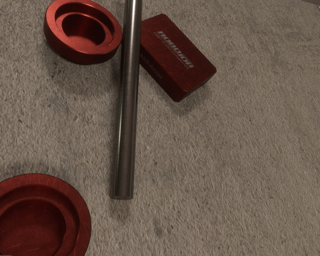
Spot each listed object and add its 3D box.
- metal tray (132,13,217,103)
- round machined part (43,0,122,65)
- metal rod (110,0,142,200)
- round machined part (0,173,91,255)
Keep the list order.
[{"bbox_3d":[0.015,-0.111,0.479,0.130,0.030,0.091,48,51,5],"label":"metal tray"},{"bbox_3d":[-0.104,-0.123,0.413,0.099,0.042,0.098,14,56,-21],"label":"round machined part"},{"bbox_3d":[-0.040,-0.061,0.396,0.025,0.025,0.299,11,64,-23],"label":"metal rod"},{"bbox_3d":[-0.115,0.093,0.275,0.099,0.042,0.098,14,56,-21],"label":"round machined part"}]
